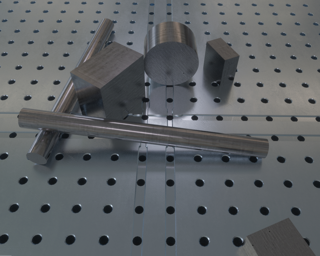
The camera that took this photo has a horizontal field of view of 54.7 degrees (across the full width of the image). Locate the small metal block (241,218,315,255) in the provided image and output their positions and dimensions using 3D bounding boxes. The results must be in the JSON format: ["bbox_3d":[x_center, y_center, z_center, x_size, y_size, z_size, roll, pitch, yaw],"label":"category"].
[{"bbox_3d":[0.117,0.124,0.304,0.050,0.025,0.050,-17,52,-14],"label":"small metal block"}]

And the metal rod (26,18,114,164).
[{"bbox_3d":[-0.123,-0.076,0.470,0.025,0.025,0.300,8,50,6],"label":"metal rod"}]

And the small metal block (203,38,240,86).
[{"bbox_3d":[0.093,-0.102,0.478,0.025,0.050,0.050,-20,53,-16],"label":"small metal block"}]

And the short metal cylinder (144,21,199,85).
[{"bbox_3d":[0.016,-0.111,0.465,0.081,0.080,0.050,-1,50,-1],"label":"short metal cylinder"}]

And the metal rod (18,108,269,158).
[{"bbox_3d":[-0.018,0.007,0.383,0.302,0.025,0.025,7,50,-2],"label":"metal rod"}]

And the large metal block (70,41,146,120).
[{"bbox_3d":[-0.065,-0.056,0.418,0.050,0.080,0.080,30,56,22],"label":"large metal block"}]
